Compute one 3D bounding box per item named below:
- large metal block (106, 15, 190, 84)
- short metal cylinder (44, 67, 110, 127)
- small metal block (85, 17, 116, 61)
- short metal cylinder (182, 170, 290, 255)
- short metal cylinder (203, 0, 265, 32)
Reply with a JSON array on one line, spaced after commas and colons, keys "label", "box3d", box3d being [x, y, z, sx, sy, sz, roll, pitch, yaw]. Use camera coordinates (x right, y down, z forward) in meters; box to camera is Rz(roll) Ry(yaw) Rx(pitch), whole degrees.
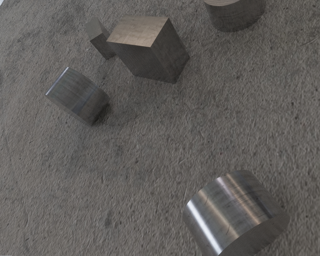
[{"label": "large metal block", "box3d": [-0.015, -0.113, 0.446, 0.080, 0.080, 0.050, 18, 71, 35]}, {"label": "short metal cylinder", "box3d": [-0.122, -0.045, 0.460, 0.080, 0.080, 0.050, 25, 76, 36]}, {"label": "small metal block", "box3d": [-0.101, -0.154, 0.535, 0.025, 0.050, 0.050, -30, 52, 9]}, {"label": "short metal cylinder", "box3d": [0.068, 0.084, 0.282, 0.080, 0.080, 0.050, -37, 51, 3]}, {"label": "short metal cylinder", "box3d": [0.106, -0.186, 0.446, 0.080, 0.050, 0.080, -13, 56, 21]}]
